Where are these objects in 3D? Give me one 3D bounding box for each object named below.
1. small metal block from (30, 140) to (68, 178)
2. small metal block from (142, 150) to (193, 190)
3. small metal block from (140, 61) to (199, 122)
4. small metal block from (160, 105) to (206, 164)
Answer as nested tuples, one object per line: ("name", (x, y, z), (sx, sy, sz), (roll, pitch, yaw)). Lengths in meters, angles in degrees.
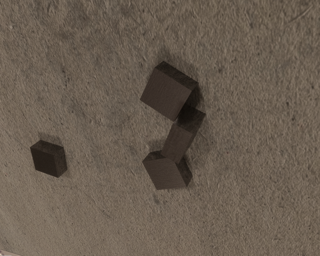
("small metal block", (-0.193, 0.054, 0.539), (0.050, 0.025, 0.050), (14, 124, 19))
("small metal block", (0.011, 0.058, 0.436), (0.050, 0.025, 0.050), (-13, 112, 33))
("small metal block", (0.010, -0.044, 0.373), (0.050, 0.025, 0.050), (33, 129, 6))
("small metal block", (0.029, 0.007, 0.379), (0.025, 0.050, 0.050), (28, 128, 10))
